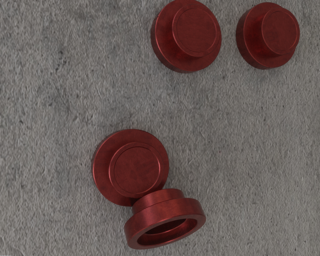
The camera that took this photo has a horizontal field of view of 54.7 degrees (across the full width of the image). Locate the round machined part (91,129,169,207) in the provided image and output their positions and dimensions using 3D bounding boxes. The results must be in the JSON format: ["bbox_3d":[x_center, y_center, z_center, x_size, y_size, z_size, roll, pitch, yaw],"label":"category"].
[{"bbox_3d":[-0.034,0.050,0.388,0.099,0.042,0.097,0,90,-20],"label":"round machined part"}]

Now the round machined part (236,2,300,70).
[{"bbox_3d":[0.167,-0.139,0.461,0.099,0.042,0.097,0,90,-20],"label":"round machined part"}]

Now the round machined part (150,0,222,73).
[{"bbox_3d":[0.040,-0.125,0.414,0.099,0.042,0.097,0,90,-20],"label":"round machined part"}]

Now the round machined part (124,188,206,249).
[{"bbox_3d":[0.003,0.110,0.382,0.099,0.097,0.042,-7,53,-20],"label":"round machined part"}]
